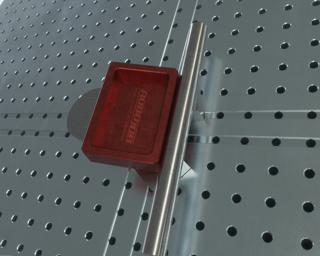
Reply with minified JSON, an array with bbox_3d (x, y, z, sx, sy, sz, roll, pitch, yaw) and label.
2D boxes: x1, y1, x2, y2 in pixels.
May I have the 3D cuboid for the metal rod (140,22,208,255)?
[{"bbox_3d":[0.024,-0.007,0.366,0.025,0.025,0.300,-1,61,27],"label":"metal rod"}]

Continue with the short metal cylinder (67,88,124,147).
[{"bbox_3d":[-0.083,-0.010,0.439,0.080,0.050,0.080,-13,56,20],"label":"short metal cylinder"}]

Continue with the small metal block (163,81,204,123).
[{"bbox_3d":[0.029,-0.031,0.411,0.050,0.025,0.050,-14,56,20],"label":"small metal block"}]

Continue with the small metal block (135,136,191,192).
[{"bbox_3d":[0.000,0.046,0.378,0.050,0.025,0.050,-43,51,-2],"label":"small metal block"}]

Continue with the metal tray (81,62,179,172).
[{"bbox_3d":[-0.032,-0.017,0.380,0.090,0.030,0.130,8,64,10],"label":"metal tray"}]
